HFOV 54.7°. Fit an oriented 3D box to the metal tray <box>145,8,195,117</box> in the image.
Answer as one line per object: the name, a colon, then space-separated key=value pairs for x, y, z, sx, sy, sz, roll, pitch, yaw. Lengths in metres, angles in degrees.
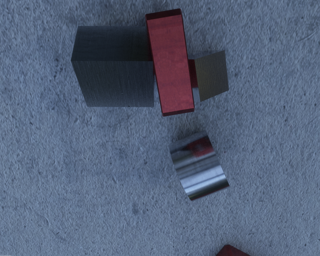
metal tray: x=0.008 y=-0.074 z=0.325 sx=0.030 sy=0.130 sz=0.089 roll=-10 pitch=109 yaw=1

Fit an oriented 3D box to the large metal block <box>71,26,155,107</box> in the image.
large metal block: x=-0.047 y=-0.067 z=0.351 sx=0.080 sy=0.050 sz=0.080 roll=0 pitch=149 yaw=0

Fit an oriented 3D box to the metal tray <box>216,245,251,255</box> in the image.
metal tray: x=0.109 y=0.261 z=0.504 sx=0.090 sy=0.030 sz=0.129 roll=31 pitch=107 yaw=-11

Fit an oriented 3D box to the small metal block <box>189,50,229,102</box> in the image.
small metal block: x=0.054 y=-0.064 z=0.373 sx=0.050 sy=0.025 sz=0.050 roll=-24 pitch=114 yaw=-32

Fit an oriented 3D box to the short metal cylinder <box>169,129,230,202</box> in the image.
short metal cylinder: x=0.051 y=0.048 z=0.399 sx=0.050 sy=0.080 sz=0.080 roll=-23 pitch=109 yaw=8
